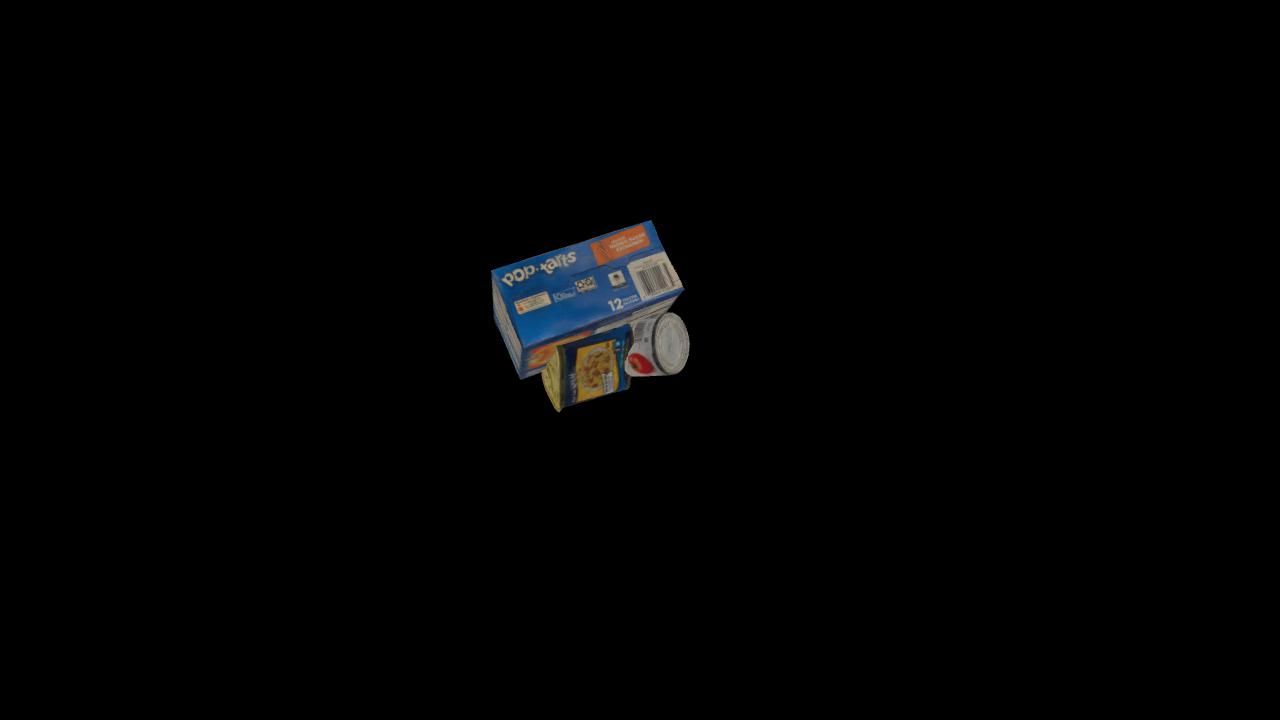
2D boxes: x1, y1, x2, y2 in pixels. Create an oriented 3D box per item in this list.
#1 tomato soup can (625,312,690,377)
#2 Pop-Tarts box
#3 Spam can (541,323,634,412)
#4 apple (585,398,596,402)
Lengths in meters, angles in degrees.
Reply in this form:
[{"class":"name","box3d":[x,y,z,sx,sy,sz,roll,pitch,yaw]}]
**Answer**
[{"class":"tomato soup can","box3d":[-0.005,-0.015,0.666,0.101,0.068,0.068,-4,-3,37]},{"class":"Pop-Tarts box","box3d":[-0.060,-0.058,0.638,0.167,0.083,0.141,-21,-9,-16]},{"class":"Spam can","box3d":[-0.056,-0.002,0.648,0.085,0.101,0.058,-15,49,-21]},{"class":"apple","box3d":[-0.054,0.006,0.694,0.079,0.079,0.093,0,28,45]}]
